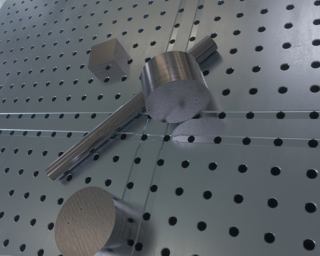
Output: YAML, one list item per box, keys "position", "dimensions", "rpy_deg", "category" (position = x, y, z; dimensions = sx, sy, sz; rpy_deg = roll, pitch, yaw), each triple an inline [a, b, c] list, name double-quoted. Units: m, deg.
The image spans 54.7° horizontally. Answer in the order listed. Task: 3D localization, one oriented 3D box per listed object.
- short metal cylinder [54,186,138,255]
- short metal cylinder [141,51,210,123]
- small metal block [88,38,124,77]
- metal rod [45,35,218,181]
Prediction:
- position: [-0.073, 0.114, 0.360]
  dimensions: [0.080, 0.050, 0.080]
  rpy_deg: [-13, 56, 21]
  category: "short metal cylinder"
- position: [0.018, -0.050, 0.395]
  dimensions: [0.080, 0.080, 0.050]
  rpy_deg: [-22, 53, 15]
  category: "short metal cylinder"
- position: [-0.092, -0.121, 0.531]
  dimensions: [0.050, 0.025, 0.050]
  rpy_deg: [-13, 56, 21]
  category: "small metal block"
- position: [-0.041, -0.028, 0.446]
  dimensions: [0.300, 0.025, 0.025]
  rpy_deg: [-39, 51, 1]
  category: "metal rod"
